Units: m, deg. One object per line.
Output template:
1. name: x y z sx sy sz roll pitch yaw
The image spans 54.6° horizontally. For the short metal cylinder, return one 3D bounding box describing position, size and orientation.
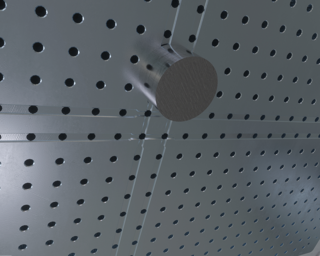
1. short metal cylinder: 0.021 -0.054 0.372 0.081 0.050 0.080 -14 124 -21
